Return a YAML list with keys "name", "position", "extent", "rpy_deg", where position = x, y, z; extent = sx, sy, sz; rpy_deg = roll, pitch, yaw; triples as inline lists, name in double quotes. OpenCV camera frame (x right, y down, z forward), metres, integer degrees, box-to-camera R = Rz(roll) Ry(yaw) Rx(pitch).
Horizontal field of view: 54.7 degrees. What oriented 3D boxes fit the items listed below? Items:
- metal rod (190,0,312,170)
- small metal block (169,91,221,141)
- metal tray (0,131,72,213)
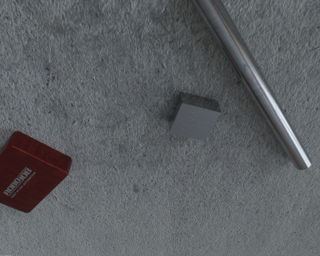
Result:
- name: "metal rod"
  position: [0.122, -0.042, 0.373]
  extent: [0.025, 0.025, 0.300]
  rpy_deg: [-29, 125, 22]
- name: "small metal block"
  position: [0.043, -0.014, 0.396]
  extent: [0.050, 0.025, 0.050]
  rpy_deg: [13, 129, -12]
- name: "metal tray"
  position: [-0.205, 0.071, 0.461]
  extent: [0.090, 0.030, 0.130]
  rpy_deg: [33, 122, -26]
